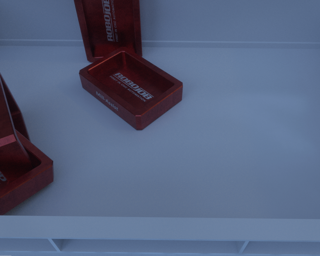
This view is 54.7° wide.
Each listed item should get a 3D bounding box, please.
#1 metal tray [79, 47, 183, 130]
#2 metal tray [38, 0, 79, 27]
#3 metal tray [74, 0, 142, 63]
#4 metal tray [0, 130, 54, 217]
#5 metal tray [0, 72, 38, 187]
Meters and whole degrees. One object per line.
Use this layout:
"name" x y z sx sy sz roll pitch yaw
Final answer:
"metal tray" -0.043 -0.063 0.453 0.130 0.030 0.090 37 59 26
"metal tray" -0.152 -0.230 0.581 0.130 0.030 0.090 25 53 33
"metal tray" -0.076 -0.164 0.474 0.091 0.129 0.030 -6 51 -5
"metal tray" -0.195 0.036 0.344 0.130 0.030 0.091 34 44 21
"metal tray" -0.180 -0.002 0.362 0.030 0.090 0.130 -22 54 -16
